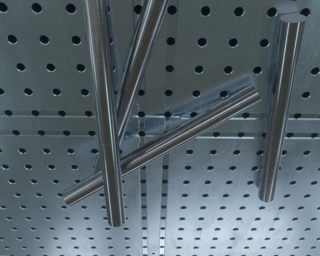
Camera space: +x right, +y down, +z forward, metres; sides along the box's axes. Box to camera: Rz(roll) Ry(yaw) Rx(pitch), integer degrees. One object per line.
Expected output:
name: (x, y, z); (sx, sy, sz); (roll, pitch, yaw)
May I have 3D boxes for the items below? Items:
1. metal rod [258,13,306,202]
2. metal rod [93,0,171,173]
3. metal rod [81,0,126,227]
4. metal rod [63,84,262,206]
metal rod: (0.155, 0.000, 0.413); (0.025, 0.025, 0.298); (-6, 130, 4)
metal rod: (-0.046, -0.027, 0.388); (0.025, 0.025, 0.298); (14, 129, -12)
metal rod: (-0.063, 0.000, 0.369); (0.025, 0.025, 0.298); (-1, 118, 0)
metal rod: (-0.007, 0.029, 0.415); (0.300, 0.025, 0.025); (-30, 125, 15)
